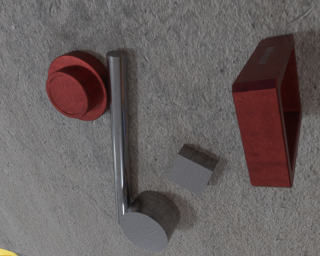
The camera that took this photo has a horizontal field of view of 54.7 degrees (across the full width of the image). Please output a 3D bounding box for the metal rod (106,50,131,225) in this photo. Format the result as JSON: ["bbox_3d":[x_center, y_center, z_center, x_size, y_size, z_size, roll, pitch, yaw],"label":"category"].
[{"bbox_3d":[-0.058,0.035,0.458,0.025,0.025,0.298,15,125,19],"label":"metal rod"}]

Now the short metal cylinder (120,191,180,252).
[{"bbox_3d":[-0.015,0.146,0.489,0.080,0.050,0.079,13,124,21],"label":"short metal cylinder"}]

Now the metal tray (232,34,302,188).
[{"bbox_3d":[0.101,-0.021,0.273,0.030,0.131,0.090,-4,117,30],"label":"metal tray"}]

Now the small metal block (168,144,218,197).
[{"bbox_3d":[0.044,0.057,0.419,0.050,0.025,0.050,26,128,11],"label":"small metal block"}]

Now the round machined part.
[{"bbox_3d":[-0.115,-0.052,0.424,0.098,0.042,0.097,13,124,21],"label":"round machined part"}]
